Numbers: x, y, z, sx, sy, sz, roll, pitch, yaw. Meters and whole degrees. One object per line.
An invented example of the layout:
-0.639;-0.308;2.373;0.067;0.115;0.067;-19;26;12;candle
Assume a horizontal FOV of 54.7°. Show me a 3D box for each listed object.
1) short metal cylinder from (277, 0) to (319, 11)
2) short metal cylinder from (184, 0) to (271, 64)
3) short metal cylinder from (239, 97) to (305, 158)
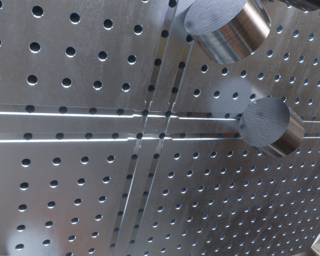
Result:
0.169;-0.182;0.357;0.050;0.080;0.079;4;116;-31;short metal cylinder
0.075;-0.119;0.345;0.080;0.080;0.050;-48;129;5;short metal cylinder
0.169;-0.001;0.470;0.050;0.080;0.080;29;102;-38;short metal cylinder
